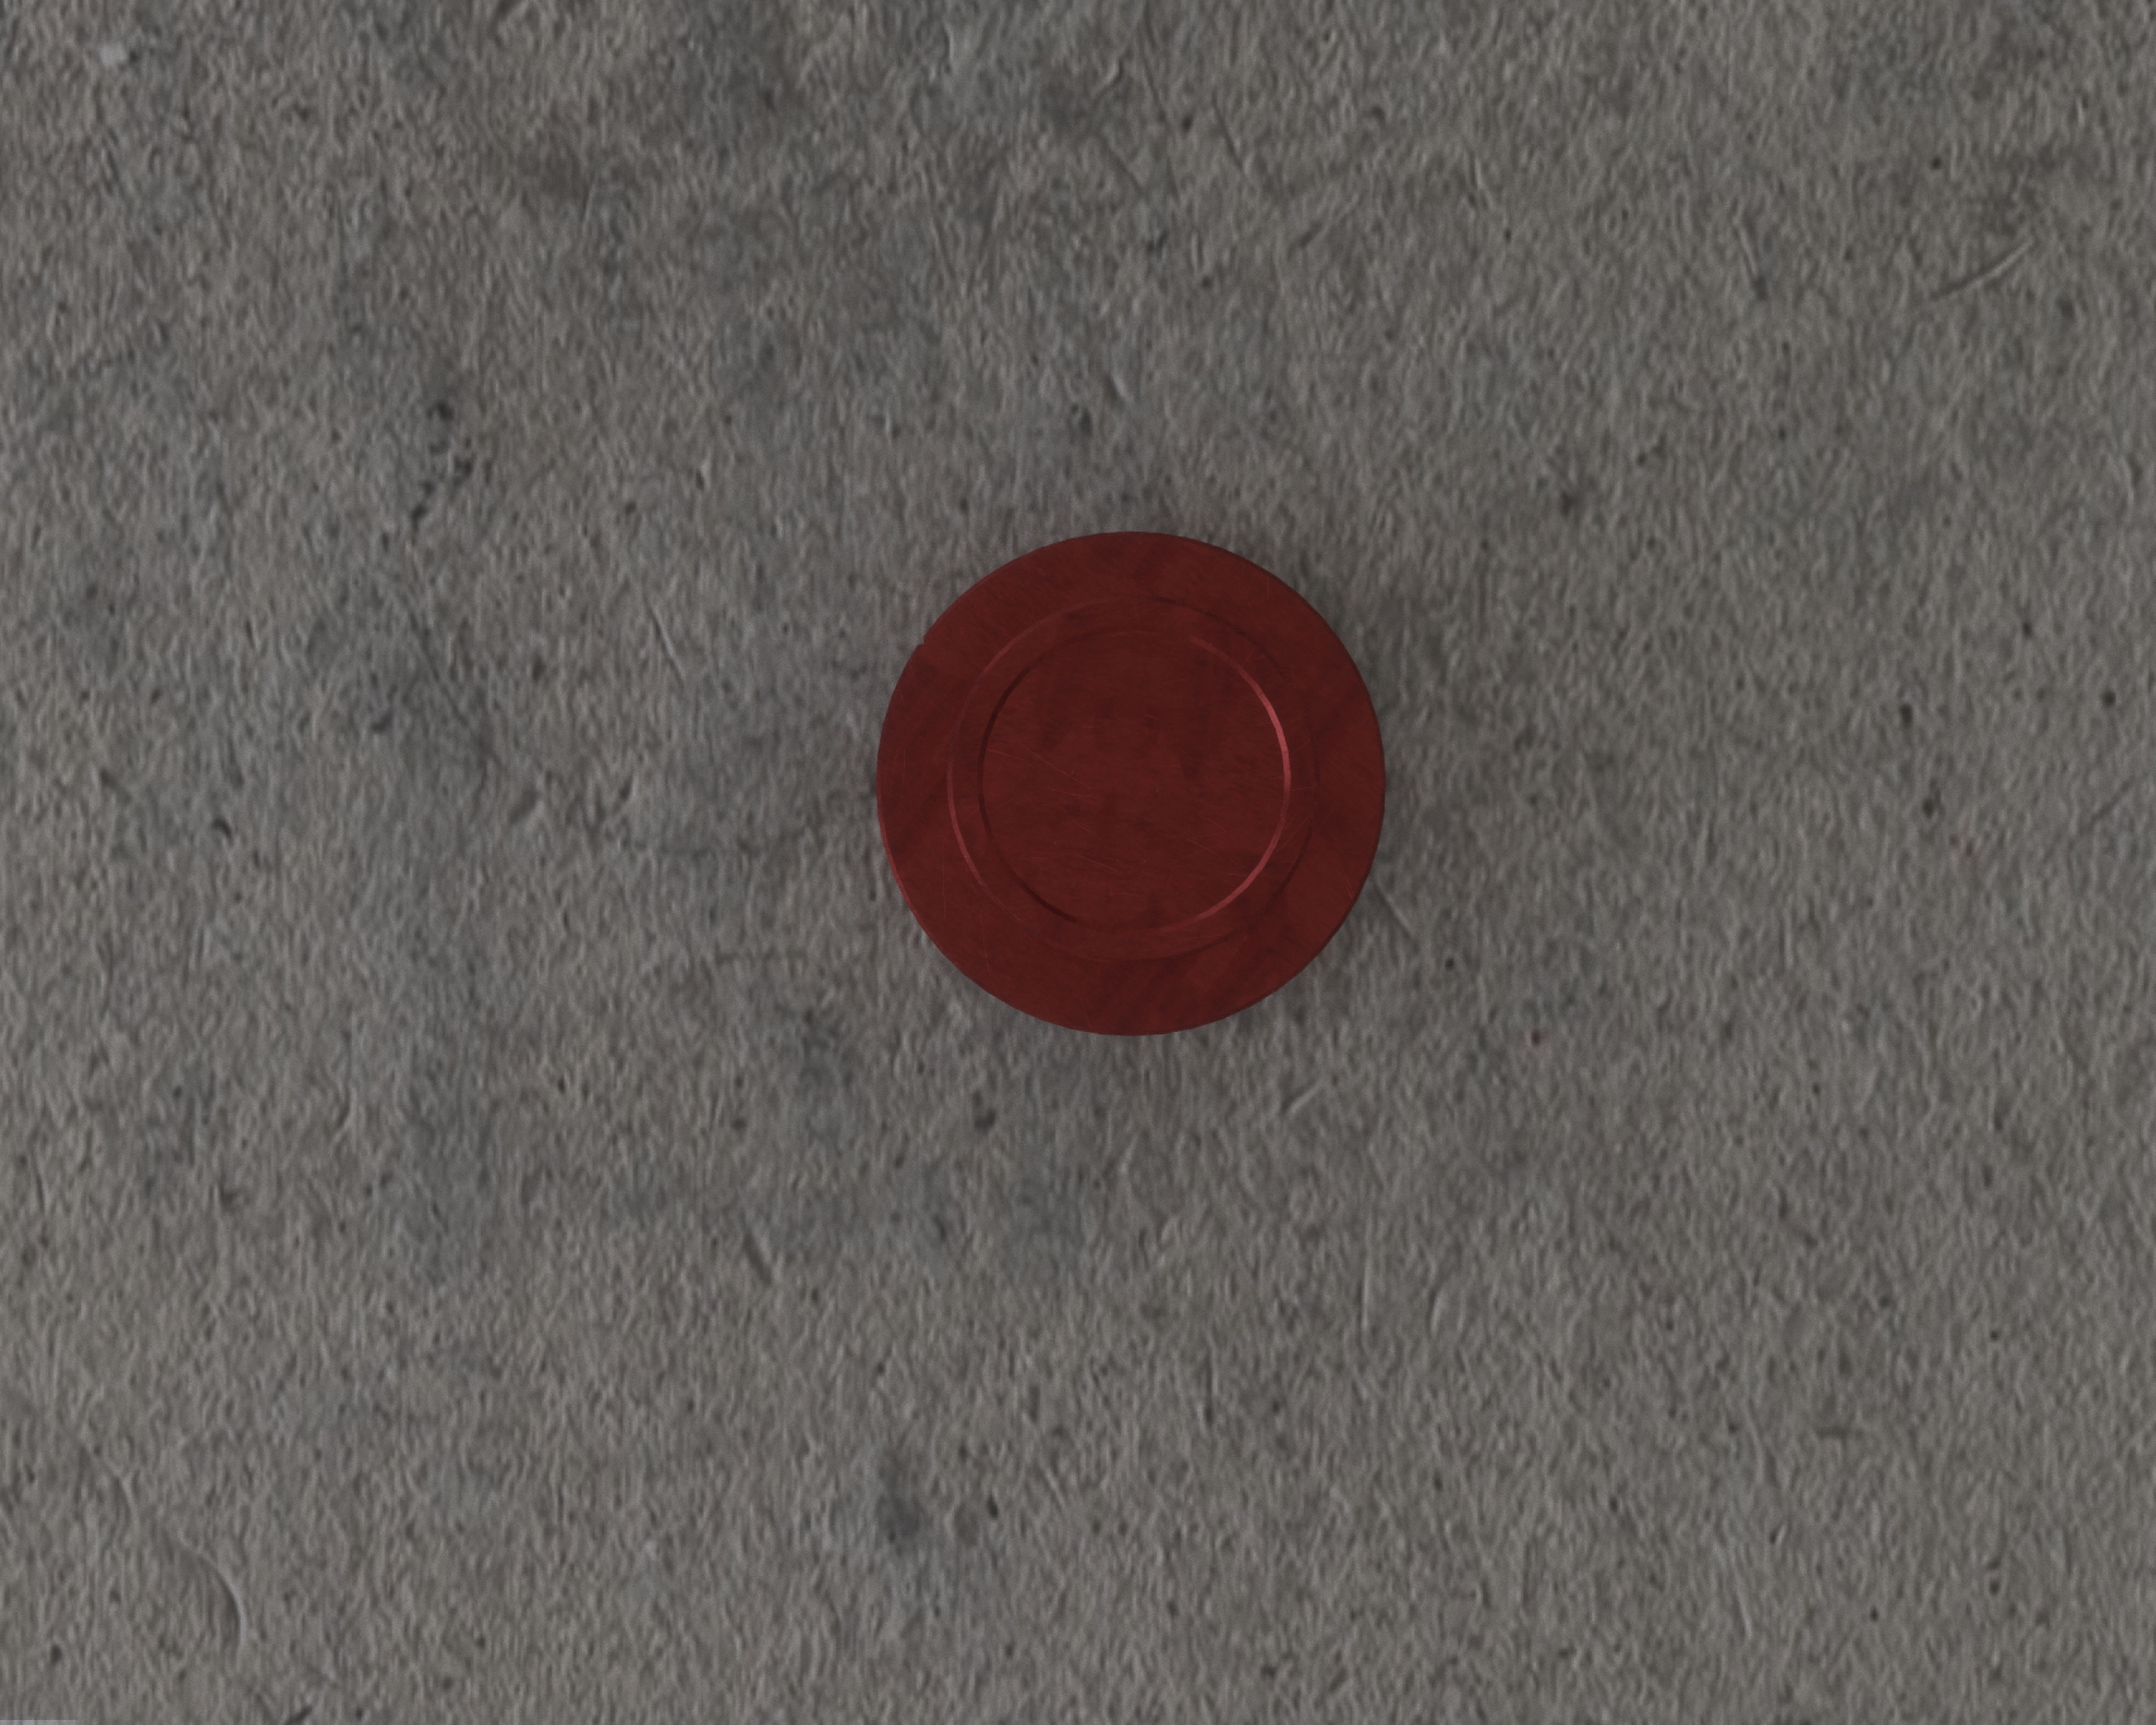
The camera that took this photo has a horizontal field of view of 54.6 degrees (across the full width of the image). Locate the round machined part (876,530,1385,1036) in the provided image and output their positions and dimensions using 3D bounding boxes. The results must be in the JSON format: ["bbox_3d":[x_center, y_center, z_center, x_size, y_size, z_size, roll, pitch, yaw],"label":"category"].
[{"bbox_3d":[0.010,-0.015,0.402,0.099,0.042,0.097,0,90,0],"label":"round machined part"}]
